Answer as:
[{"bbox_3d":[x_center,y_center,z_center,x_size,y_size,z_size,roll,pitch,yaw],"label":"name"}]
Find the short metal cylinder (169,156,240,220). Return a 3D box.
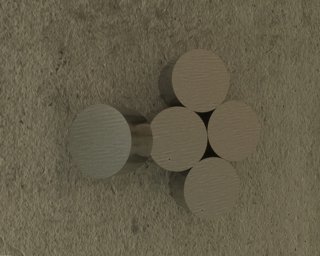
[{"bbox_3d":[0.059,0.077,0.419,0.081,0.050,0.080,0,90,-20],"label":"short metal cylinder"}]

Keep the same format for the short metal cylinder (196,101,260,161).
[{"bbox_3d":[0.090,0.004,0.430,0.081,0.050,0.080,0,90,-20],"label":"short metal cylinder"}]

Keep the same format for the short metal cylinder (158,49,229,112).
[{"bbox_3d":[0.044,-0.060,0.413,0.081,0.050,0.080,0,90,-20],"label":"short metal cylinder"}]

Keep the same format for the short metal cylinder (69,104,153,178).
[{"bbox_3d":[-0.055,0.014,0.355,0.080,0.050,0.080,-1,89,24],"label":"short metal cylinder"}]

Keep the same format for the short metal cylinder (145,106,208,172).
[{"bbox_3d":[0.014,0.013,0.402,0.081,0.050,0.080,0,90,-20],"label":"short metal cylinder"}]
